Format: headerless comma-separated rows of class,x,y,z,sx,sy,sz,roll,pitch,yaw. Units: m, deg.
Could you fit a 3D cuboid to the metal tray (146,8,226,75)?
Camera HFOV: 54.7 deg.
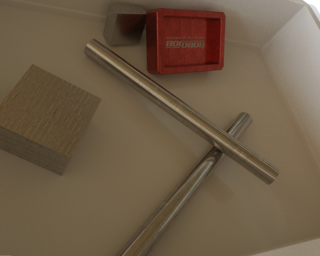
metal tray,0.042,-0.132,0.474,0.131,0.030,0.089,-11,108,-33

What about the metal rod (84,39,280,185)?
metal rod,0.026,-0.024,0.413,0.301,0.025,0.025,36,51,4

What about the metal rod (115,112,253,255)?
metal rod,0.046,0.063,0.393,0.025,0.025,0.302,46,51,3

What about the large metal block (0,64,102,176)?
large metal block,-0.120,-0.008,0.330,0.080,0.050,0.080,27,52,-12

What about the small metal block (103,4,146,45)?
small metal block,-0.051,-0.151,0.452,0.050,0.050,0.025,-13,55,-34
